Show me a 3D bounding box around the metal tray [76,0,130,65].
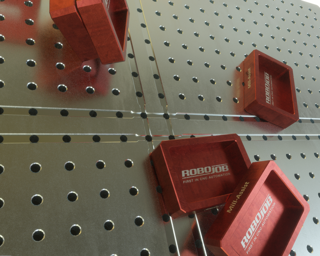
[{"bbox_3d":[-0.070,-0.159,0.412,0.030,0.090,0.130,-9,49,9],"label":"metal tray"}]

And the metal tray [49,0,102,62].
[{"bbox_3d":[-0.108,-0.165,0.408,0.030,0.090,0.130,-13,63,6],"label":"metal tray"}]

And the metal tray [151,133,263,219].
[{"bbox_3d":[0.062,0.057,0.402,0.131,0.030,0.090,-4,64,-30],"label":"metal tray"}]

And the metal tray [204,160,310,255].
[{"bbox_3d":[0.121,0.114,0.372,0.090,0.030,0.130,49,61,-11],"label":"metal tray"}]

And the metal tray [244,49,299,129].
[{"bbox_3d":[0.196,-0.072,0.552,0.090,0.030,0.130,21,54,-15],"label":"metal tray"}]
